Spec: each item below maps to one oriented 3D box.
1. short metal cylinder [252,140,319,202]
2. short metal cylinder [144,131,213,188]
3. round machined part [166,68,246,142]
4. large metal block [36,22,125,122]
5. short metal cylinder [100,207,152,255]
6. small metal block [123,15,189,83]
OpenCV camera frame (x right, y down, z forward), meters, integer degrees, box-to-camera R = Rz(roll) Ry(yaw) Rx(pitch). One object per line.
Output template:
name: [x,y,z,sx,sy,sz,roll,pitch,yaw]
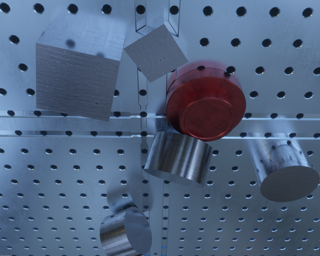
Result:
short metal cylinder: [0.180,0.063,0.451,0.081,0.050,0.079,0,130,0]
short metal cylinder: [0.024,0.043,0.407,0.080,0.050,0.080,16,164,5]
round machined part: [0.057,-0.021,0.383,0.099,0.042,0.097,0,130,0]
large metal block: [-0.088,-0.060,0.343,0.081,0.050,0.079,11,129,-9]
short metal cylinder: [-0.057,0.182,0.529,0.050,0.080,0.080,-26,126,20]
small metal block: [-0.004,-0.085,0.339,0.050,0.025,0.050,-26,126,20]
